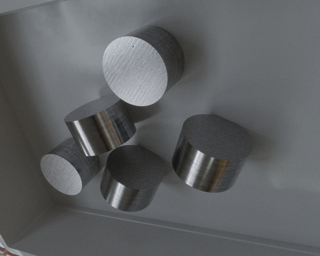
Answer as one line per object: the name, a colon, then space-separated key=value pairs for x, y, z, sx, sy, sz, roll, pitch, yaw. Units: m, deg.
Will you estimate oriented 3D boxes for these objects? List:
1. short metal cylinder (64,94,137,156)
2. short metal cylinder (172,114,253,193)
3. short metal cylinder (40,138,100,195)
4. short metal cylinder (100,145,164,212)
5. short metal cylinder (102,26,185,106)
short metal cylinder: x=-0.078 y=-0.006 z=0.411 sx=0.080 sy=0.080 sz=0.050 roll=-8 pitch=114 yaw=32
short metal cylinder: x=0.059 y=0.028 z=0.359 sx=0.080 sy=0.080 sz=0.050 roll=25 pitch=127 yaw=13
short metal cylinder: x=-0.146 y=0.063 z=0.509 sx=0.080 sy=0.050 sz=0.079 roll=13 pitch=124 yaw=21
short metal cylinder: x=-0.040 y=0.070 z=0.437 sx=0.080 sy=0.080 sz=0.050 roll=29 pitch=128 yaw=9
short metal cylinder: x=-0.018 y=-0.072 z=0.358 sx=0.080 sy=0.050 sz=0.079 roll=13 pitch=124 yaw=21
